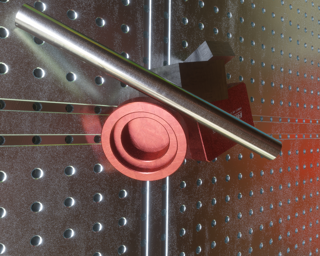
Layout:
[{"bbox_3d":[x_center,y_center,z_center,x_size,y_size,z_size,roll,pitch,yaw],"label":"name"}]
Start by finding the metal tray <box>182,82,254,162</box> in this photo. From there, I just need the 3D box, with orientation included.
[{"bbox_3d":[0.095,-0.013,0.488,0.131,0.030,0.089,-26,106,-37],"label":"metal tray"}]

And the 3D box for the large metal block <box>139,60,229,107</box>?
[{"bbox_3d":[0.028,-0.055,0.399,0.081,0.080,0.050,-14,99,-39],"label":"large metal block"}]

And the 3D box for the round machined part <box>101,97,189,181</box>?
[{"bbox_3d":[-0.015,0.010,0.364,0.042,0.098,0.098,-68,139,-66],"label":"round machined part"}]

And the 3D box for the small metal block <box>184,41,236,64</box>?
[{"bbox_3d":[0.072,-0.101,0.452,0.050,0.050,0.025,-11,72,-40],"label":"small metal block"}]

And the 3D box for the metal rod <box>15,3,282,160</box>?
[{"bbox_3d":[-0.002,-0.042,0.327,0.301,0.025,0.025,27,71,-10],"label":"metal rod"}]
